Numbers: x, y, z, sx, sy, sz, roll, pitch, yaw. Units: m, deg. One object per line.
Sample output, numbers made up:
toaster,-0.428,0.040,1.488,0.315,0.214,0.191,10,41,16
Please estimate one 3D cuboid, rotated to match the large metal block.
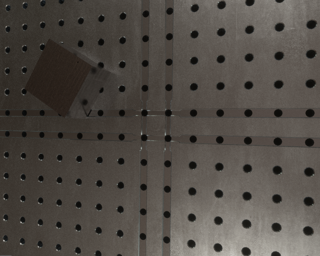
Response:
large metal block,-0.132,-0.068,0.444,0.080,0.050,0.080,34,101,16
